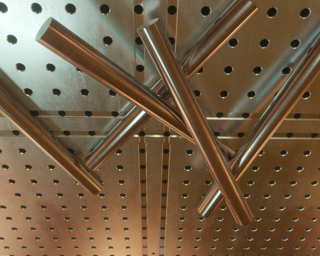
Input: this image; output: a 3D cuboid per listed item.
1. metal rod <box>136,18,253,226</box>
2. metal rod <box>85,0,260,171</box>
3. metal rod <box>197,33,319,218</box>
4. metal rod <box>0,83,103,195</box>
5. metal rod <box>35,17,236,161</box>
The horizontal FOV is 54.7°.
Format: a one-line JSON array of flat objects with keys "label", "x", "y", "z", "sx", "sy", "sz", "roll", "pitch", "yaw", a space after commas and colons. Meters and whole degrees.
[{"label": "metal rod", "x": 0.054, "y": 0.013, "z": 0.373, "sx": 0.025, "sy": 0.025, "sz": 0.299, "roll": -21, "pitch": 118, "yaw": 16}, {"label": "metal rod", "x": -0.004, "y": -0.037, "z": 0.380, "sx": 0.025, "sy": 0.025, "sz": 0.299, "roll": 32, "pitch": 123, "yaw": -25}, {"label": "metal rod", "x": 0.128, "y": 0.011, "z": 0.399, "sx": 0.025, "sy": 0.025, "sz": 0.298, "roll": 18, "pitch": 121, "yaw": -15}, {"label": "metal rod", "x": -0.172, "y": -0.004, "z": 0.405, "sx": 0.025, "sy": 0.025, "sz": 0.300, "roll": -22, "pitch": 127, "yaw": 17}, {"label": "metal rod", "x": 0.001, "y": -0.022, "z": 0.358, "sx": 0.025, "sy": 0.025, "sz": 0.301, "roll": -36, "pitch": 133, "yaw": 26}]
